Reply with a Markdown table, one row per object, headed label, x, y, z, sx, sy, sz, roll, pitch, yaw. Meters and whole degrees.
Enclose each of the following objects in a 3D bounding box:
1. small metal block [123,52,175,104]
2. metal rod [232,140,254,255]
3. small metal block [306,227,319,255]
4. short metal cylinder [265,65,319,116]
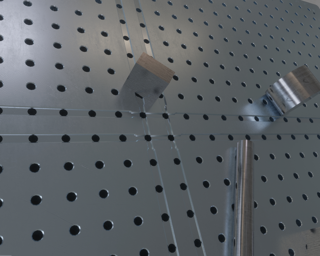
| label | x | y | z | sx | sy | sz | roll | pitch | yaw |
| --- | --- | --- | --- | --- | --- | --- | --- | --- | --- |
| small metal block | -0.015 | -0.068 | 0.425 | 0.050 | 0.050 | 0.025 | 32 | 52 | -8 |
| metal rod | 0.101 | 0.144 | 0.374 | 0.025 | 0.025 | 0.300 | 23 | 53 | -14 |
| small metal block | 0.226 | 0.161 | 0.416 | 0.025 | 0.050 | 0.050 | 27 | 53 | -12 |
| short metal cylinder | 0.232 | -0.064 | 0.536 | 0.081 | 0.080 | 0.050 | -21 | 73 | -36 |
